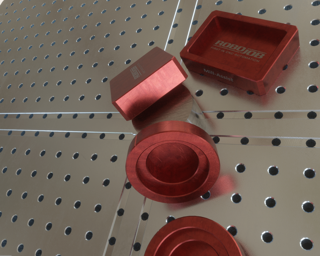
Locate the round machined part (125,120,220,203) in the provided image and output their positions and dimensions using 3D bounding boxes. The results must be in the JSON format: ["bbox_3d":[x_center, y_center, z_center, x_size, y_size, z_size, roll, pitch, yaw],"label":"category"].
[{"bbox_3d":[0.014,0.033,0.340,0.098,0.098,0.042,-23,29,14],"label":"round machined part"}]

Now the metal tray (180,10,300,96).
[{"bbox_3d":[0.103,-0.105,0.414,0.130,0.030,0.090,29,77,37],"label":"metal tray"}]

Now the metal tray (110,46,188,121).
[{"bbox_3d":[-0.022,-0.065,0.417,0.090,0.030,0.130,-36,22,4],"label":"metal tray"}]

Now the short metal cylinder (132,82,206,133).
[{"bbox_3d":[0.012,-0.011,0.392,0.080,0.050,0.080,-13,56,21],"label":"short metal cylinder"}]

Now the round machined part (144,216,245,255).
[{"bbox_3d":[0.035,0.137,0.294,0.098,0.042,0.098,-13,56,20],"label":"round machined part"}]
